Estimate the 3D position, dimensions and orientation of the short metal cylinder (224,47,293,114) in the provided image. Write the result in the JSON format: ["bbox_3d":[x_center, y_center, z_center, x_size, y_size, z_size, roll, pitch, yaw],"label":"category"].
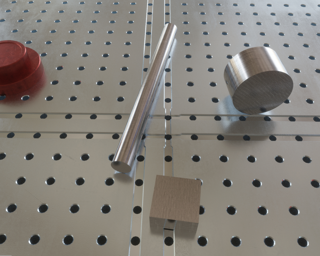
[{"bbox_3d":[0.134,-0.064,0.428,0.081,0.080,0.050,-5,50,-4],"label":"short metal cylinder"}]

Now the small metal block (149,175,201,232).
[{"bbox_3d":[0.017,0.082,0.339,0.050,0.025,0.050,6,50,5],"label":"small metal block"}]

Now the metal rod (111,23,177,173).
[{"bbox_3d":[-0.014,-0.066,0.462,0.025,0.025,0.300,10,51,8],"label":"metal rod"}]

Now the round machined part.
[{"bbox_3d":[-0.235,-0.098,0.476,0.099,0.042,0.098,0,50,0],"label":"round machined part"}]
